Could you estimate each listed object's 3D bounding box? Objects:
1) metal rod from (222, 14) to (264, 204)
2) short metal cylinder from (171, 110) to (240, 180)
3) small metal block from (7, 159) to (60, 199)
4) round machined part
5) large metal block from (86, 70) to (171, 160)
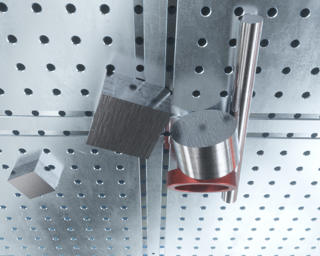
[{"bbox_3d":[0.104,0.001,0.414,0.025,0.025,0.298,-3,130,2],"label":"metal rod"},{"bbox_3d":[0.058,0.019,0.389,0.080,0.080,0.050,-9,123,7],"label":"short metal cylinder"},{"bbox_3d":[-0.193,0.079,0.476,0.050,0.025,0.050,-20,128,16],"label":"small metal block"},{"bbox_3d":[0.059,0.064,0.438,0.099,0.042,0.098,1,161,1],"label":"round machined part"},{"bbox_3d":[-0.039,-0.014,0.383,0.081,0.050,0.079,16,128,-14],"label":"large metal block"}]
